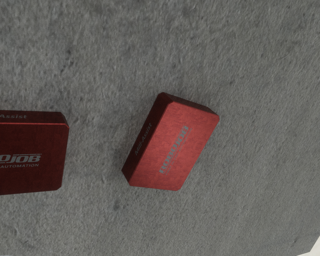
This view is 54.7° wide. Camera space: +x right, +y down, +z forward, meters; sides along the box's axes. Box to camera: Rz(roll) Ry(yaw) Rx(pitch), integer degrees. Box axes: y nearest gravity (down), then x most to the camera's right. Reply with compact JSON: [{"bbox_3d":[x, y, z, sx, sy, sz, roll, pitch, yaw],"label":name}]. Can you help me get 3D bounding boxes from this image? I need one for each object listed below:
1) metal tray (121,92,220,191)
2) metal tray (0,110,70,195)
[{"bbox_3d":[0.014,0.024,0.428,0.091,0.030,0.129,15,111,-35],"label":"metal tray"},{"bbox_3d":[-0.170,0.027,0.328,0.131,0.030,0.089,1,118,-29],"label":"metal tray"}]
